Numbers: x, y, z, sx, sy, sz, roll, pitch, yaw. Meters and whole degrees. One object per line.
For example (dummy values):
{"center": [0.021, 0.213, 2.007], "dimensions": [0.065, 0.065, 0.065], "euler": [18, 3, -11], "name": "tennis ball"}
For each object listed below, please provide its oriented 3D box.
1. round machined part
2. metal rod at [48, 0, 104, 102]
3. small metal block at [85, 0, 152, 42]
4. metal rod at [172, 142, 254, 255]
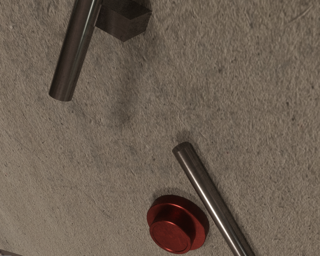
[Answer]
{"center": [0.023, 0.155, 0.478], "dimensions": [0.098, 0.042, 0.097], "euler": [13, 124, 20], "name": "round machined part"}
{"center": [-0.052, -0.160, 0.284], "dimensions": [0.025, 0.025, 0.298], "euler": [29, 112, 10], "name": "metal rod"}
{"center": [-0.044, -0.123, 0.337], "dimensions": [0.050, 0.050, 0.025], "euler": [31, 128, 8], "name": "small metal block"}
{"center": [0.101, 0.149, 0.445], "dimensions": [0.025, 0.025, 0.299], "euler": [-20, 108, 35], "name": "metal rod"}
